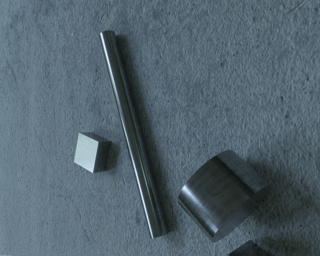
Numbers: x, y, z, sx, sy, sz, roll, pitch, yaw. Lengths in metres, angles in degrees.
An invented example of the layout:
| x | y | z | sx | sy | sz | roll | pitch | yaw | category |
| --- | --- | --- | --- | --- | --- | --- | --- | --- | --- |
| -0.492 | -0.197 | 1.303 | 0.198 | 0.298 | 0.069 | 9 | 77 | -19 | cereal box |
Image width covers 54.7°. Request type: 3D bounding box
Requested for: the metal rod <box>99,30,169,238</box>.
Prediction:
| x | y | z | sx | sy | sz | roll | pitch | yaw | category |
| --- | --- | --- | --- | --- | --- | --- | --- | --- | --- |
| -0.040 | 0.000 | 0.435 | 0.025 | 0.025 | 0.299 | -25 | 74 | 37 | metal rod |

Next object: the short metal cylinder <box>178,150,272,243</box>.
| x | y | z | sx | sy | sz | roll | pitch | yaw | category |
| --- | --- | --- | --- | --- | --- | --- | --- | --- | --- |
| 0.065 | 0.069 | 0.314 | 0.050 | 0.081 | 0.080 | 46 | 117 | 30 | short metal cylinder |

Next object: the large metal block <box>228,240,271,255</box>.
| x | y | z | sx | sy | sz | roll | pitch | yaw | category |
| --- | --- | --- | --- | --- | --- | --- | --- | --- | --- |
| 0.097 | 0.175 | 0.307 | 0.080 | 0.050 | 0.079 | 31 | 109 | 35 | large metal block |

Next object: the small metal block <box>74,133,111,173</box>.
| x | y | z | sx | sy | sz | roll | pitch | yaw | category |
| --- | --- | --- | --- | --- | --- | --- | --- | --- | --- |
| -0.107 | 0.038 | 0.491 | 0.050 | 0.025 | 0.050 | 20 | 102 | 38 | small metal block |
